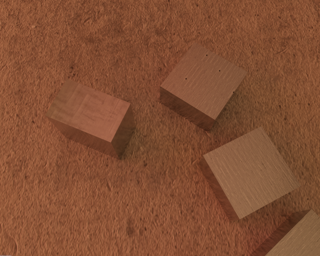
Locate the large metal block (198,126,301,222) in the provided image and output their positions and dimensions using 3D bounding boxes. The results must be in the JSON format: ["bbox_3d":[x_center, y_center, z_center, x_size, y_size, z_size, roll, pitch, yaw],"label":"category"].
[{"bbox_3d":[0.104,0.056,0.375,0.080,0.050,0.080,-25,72,-9],"label":"large metal block"}]

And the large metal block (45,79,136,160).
[{"bbox_3d":[-0.080,-0.007,0.381,0.080,0.080,0.050,22,72,7],"label":"large metal block"}]

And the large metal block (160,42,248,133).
[{"bbox_3d":[0.056,-0.053,0.415,0.080,0.050,0.080,33,73,11],"label":"large metal block"}]

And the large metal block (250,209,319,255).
[{"bbox_3d":[0.160,0.149,0.341,0.080,0.050,0.080,-38,75,-13],"label":"large metal block"}]
